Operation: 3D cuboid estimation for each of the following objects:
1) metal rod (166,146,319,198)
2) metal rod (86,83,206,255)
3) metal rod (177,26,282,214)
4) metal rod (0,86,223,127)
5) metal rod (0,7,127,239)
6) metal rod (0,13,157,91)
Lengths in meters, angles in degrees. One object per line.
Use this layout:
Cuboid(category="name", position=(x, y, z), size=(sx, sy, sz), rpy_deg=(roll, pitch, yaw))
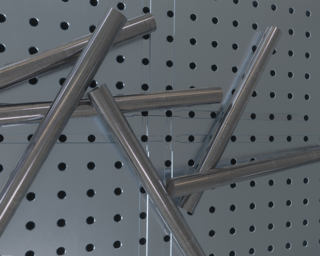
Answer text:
Cuboid(category="metal rod", position=(0.147, 0.057, 0.449), size=(0.302, 0.025, 0.025), rpy_deg=(-7, 93, -26))
Cuboid(category="metal rod", position=(-0.004, 0.081, 0.396), size=(0.025, 0.025, 0.299), rpy_deg=(-34, 107, -17))
Cuboid(category="metal rod", position=(0.105, -0.018, 0.450), size=(0.025, 0.025, 0.300), rpy_deg=(32, 80, -17))
Cuboid(category="metal rod", position=(-0.058, -0.029, 0.391), size=(0.302, 0.025, 0.025), rpy_deg=(-7, 93, -20))
Cuboid(category="metal rod", position=(-0.122, 0.002, 0.343), size=(0.025, 0.025, 0.299), rpy_deg=(30, 89, -18))
Cuboid(category="metal rod", position=(-0.139, -0.075, 0.361), size=(0.302, 0.025, 0.025), rpy_deg=(-27, 99, -18))
